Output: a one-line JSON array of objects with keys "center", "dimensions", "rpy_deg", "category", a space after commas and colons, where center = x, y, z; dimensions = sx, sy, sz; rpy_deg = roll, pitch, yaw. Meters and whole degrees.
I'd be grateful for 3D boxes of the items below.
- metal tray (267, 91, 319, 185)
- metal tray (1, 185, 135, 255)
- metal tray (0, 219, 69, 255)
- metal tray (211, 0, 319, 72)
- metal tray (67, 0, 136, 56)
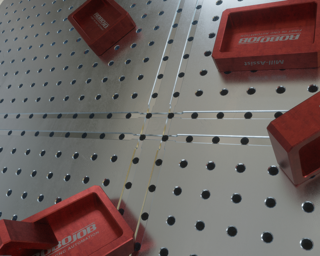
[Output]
[{"center": [0.168, -0.007, 0.282], "dimensions": [0.130, 0.090, 0.030], "rpy_deg": [-33, 52, 6], "category": "metal tray"}, {"center": [-0.104, 0.127, 0.339], "dimensions": [0.131, 0.030, 0.090], "rpy_deg": [-24, 45, -28], "category": "metal tray"}, {"center": [-0.171, 0.163, 0.340], "dimensions": [0.130, 0.090, 0.030], "rpy_deg": [-51, 51, 4], "category": "metal tray"}, {"center": [0.141, -0.121, 0.404], "dimensions": [0.130, 0.030, 0.090], "rpy_deg": [3, 63, 29], "category": "metal tray"}, {"center": [-0.114, -0.202, 0.586], "dimensions": [0.090, 0.030, 0.130], "rpy_deg": [-39, 51, 1], "category": "metal tray"}]
